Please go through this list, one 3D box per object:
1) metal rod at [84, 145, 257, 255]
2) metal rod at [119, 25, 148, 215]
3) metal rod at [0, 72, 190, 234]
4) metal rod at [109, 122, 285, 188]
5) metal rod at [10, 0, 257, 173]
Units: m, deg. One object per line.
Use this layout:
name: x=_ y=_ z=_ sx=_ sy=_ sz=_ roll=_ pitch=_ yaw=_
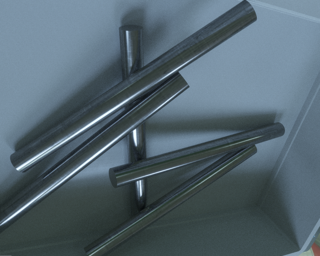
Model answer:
metal rod: x=0.028 y=0.102 z=0.464 sx=0.302 sy=0.025 sz=0.025 roll=-29 pitch=129 yaw=-20
metal rod: x=-0.031 y=0.021 z=0.406 sx=0.025 sy=0.025 sz=0.298 roll=-14 pitch=124 yaw=-21
metal rod: x=-0.093 y=0.035 z=0.360 sx=0.300 sy=0.025 sz=0.025 roll=-38 pitch=130 yaw=5
metal rod: x=0.072 y=0.032 z=0.449 sx=0.303 sy=0.025 sz=0.025 roll=-13 pitch=124 yaw=-29
metal rod: x=-0.033 y=-0.041 z=0.335 sx=0.301 sy=0.025 sz=0.025 roll=-33 pitch=130 yaw=5
